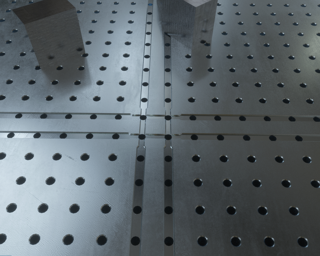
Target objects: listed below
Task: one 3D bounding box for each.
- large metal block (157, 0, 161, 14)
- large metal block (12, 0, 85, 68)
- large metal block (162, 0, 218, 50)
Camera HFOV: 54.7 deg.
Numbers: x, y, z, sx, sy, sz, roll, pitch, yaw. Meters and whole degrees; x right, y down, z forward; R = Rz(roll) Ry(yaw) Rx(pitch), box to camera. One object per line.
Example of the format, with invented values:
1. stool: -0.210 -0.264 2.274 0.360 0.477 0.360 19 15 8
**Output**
1. large metal block: 0.040 -0.256 0.607 0.081 0.050 0.080 -8 51 -7
2. large metal block: -0.176 -0.156 0.501 0.081 0.080 0.050 -29 56 -22
3. large metal block: 0.049 -0.197 0.538 0.050 0.080 0.080 -33 58 -25
